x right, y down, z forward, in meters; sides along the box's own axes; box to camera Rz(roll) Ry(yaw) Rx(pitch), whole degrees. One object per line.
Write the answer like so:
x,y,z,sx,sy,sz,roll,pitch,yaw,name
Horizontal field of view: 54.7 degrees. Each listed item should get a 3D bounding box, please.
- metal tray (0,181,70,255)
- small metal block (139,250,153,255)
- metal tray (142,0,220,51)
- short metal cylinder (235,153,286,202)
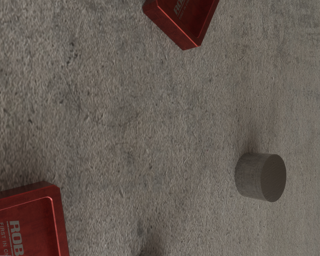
-0.134,0.124,0.289,0.091,0.030,0.129,-11,97,-39,metal tray
0.002,0.184,0.390,0.050,0.050,0.025,46,63,-31,small metal block
0.039,-0.187,0.433,0.090,0.030,0.130,35,68,-34,metal tray
0.174,0.083,0.534,0.081,0.050,0.080,0,90,-40,short metal cylinder
